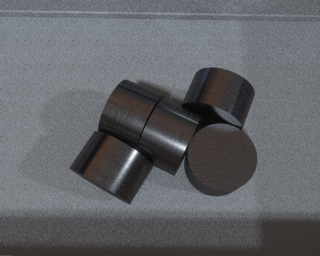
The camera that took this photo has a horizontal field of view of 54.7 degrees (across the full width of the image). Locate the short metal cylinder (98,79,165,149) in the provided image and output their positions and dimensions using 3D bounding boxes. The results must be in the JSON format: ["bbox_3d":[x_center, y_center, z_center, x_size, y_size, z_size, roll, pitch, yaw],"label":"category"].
[{"bbox_3d":[-0.034,-0.013,0.383,0.050,0.080,0.080,24,72,8],"label":"short metal cylinder"}]

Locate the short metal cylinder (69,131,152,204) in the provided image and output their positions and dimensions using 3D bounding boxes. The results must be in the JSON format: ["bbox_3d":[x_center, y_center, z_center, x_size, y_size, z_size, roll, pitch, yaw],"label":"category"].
[{"bbox_3d":[-0.056,0.047,0.361,0.080,0.080,0.050,28,72,9],"label":"short metal cylinder"}]

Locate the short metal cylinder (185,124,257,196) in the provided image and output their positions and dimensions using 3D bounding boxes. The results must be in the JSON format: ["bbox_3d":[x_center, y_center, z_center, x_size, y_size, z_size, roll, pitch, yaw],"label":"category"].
[{"bbox_3d":[0.072,0.040,0.380,0.081,0.050,0.080,0,70,0],"label":"short metal cylinder"}]

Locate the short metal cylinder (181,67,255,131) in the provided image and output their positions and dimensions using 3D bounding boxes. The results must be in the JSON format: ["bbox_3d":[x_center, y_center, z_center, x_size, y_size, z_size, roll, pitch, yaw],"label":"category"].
[{"bbox_3d":[0.072,-0.032,0.391,0.080,0.080,0.050,22,72,7],"label":"short metal cylinder"}]

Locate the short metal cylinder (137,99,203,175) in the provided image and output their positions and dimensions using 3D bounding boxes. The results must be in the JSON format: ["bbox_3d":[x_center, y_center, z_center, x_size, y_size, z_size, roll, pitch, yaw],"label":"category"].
[{"bbox_3d":[0.012,0.011,0.375,0.050,0.080,0.080,25,72,8],"label":"short metal cylinder"}]
